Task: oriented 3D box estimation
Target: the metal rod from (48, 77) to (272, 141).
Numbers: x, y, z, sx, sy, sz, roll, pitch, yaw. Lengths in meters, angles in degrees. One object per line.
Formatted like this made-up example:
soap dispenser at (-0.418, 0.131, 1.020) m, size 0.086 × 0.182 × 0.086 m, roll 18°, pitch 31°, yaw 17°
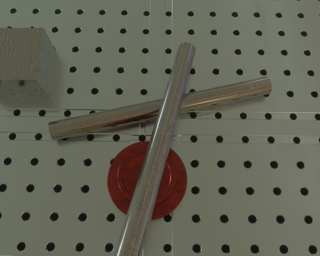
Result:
metal rod at (0.004, -0.028, 0.421) m, size 0.302 × 0.025 × 0.025 m, roll -12°, pitch 71°, yaw -5°

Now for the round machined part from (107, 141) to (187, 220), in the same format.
round machined part at (-0.016, 0.063, 0.380) m, size 0.099 × 0.042 × 0.098 m, roll 0°, pitch 70°, yaw -1°

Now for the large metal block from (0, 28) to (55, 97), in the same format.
large metal block at (-0.198, -0.090, 0.429) m, size 0.081 × 0.050 × 0.080 m, roll 0°, pitch 70°, yaw -1°

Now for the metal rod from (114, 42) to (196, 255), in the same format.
metal rod at (0.003, 0.010, 0.366) m, size 0.025 × 0.025 × 0.300 m, roll 14°, pitch 59°, yaw 5°
